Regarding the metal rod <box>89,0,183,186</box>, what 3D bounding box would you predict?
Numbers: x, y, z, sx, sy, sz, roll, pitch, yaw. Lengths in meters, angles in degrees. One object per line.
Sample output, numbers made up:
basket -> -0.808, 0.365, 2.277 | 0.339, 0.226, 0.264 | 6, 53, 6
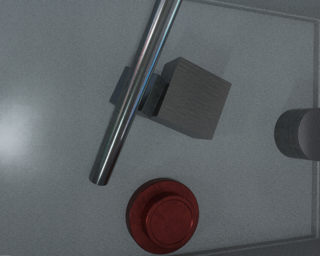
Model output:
metal rod -> -0.019, -0.065, 0.338 | 0.025, 0.025, 0.298 | 17, 110, -20

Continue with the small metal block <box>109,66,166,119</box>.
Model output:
small metal block -> -0.027, -0.045, 0.386 | 0.025, 0.050, 0.050 | 38, 74, -59

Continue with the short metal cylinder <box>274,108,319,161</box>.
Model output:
short metal cylinder -> 0.228, 0.009, 0.484 | 0.081, 0.050, 0.079 | 0, 90, -21

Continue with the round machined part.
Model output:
round machined part -> 0.008, 0.117, 0.406 | 0.099, 0.042, 0.097 | 0, 90, -21

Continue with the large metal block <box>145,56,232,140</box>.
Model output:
large metal block -> 0.037, -0.036, 0.412 | 0.080, 0.050, 0.080 | 23, 82, -20
